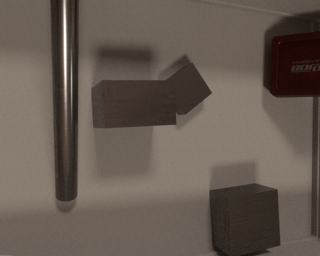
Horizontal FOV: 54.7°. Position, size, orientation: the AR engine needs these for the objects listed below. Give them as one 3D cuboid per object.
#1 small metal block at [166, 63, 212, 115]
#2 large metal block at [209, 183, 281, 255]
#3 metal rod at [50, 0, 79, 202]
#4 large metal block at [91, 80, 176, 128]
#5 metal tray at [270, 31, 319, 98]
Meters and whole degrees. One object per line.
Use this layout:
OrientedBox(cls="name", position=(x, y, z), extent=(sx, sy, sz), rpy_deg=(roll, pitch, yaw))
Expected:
OrientedBox(cls="small metal block", position=(0.034, -0.053, 0.424), extent=(0.050, 0.025, 0.050), rpy_deg=(-39, 103, -16))
OrientedBox(cls="large metal block", position=(0.121, 0.128, 0.444), extent=(0.081, 0.050, 0.079), rpy_deg=(-4, 92, -20))
OrientedBox(cls="metal rod", position=(-0.095, -0.054, 0.312), extent=(0.025, 0.025, 0.298), rpy_deg=(-2, 116, -20))
OrientedBox(cls="large metal block", position=(-0.034, -0.027, 0.369), extent=(0.081, 0.080, 0.050), rpy_deg=(-3, 91, -20))
OrientedBox(cls="metal tray", position=(0.230, -0.091, 0.446), extent=(0.030, 0.130, 0.089), rpy_deg=(3, 89, -59))
